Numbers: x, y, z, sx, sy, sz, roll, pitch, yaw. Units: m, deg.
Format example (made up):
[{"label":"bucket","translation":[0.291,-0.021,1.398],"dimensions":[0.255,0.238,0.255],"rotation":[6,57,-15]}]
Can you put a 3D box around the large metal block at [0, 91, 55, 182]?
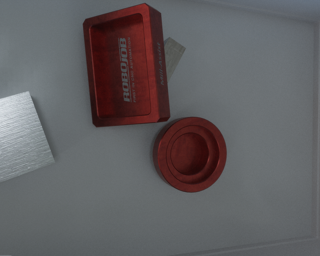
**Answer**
[{"label":"large metal block","translation":[-0.168,0.012,0.335],"dimensions":[0.081,0.050,0.080],"rotation":[-20,97,-19]}]

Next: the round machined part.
[{"label":"round machined part","translation":[0.036,0.034,0.416],"dimensions":[0.099,0.042,0.097],"rotation":[0,90,-21]}]

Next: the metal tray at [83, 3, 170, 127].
[{"label":"metal tray","translation":[-0.040,-0.068,0.364],"dimensions":[0.030,0.090,0.129],"rotation":[-10,95,-64]}]

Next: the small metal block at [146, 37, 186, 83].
[{"label":"small metal block","translation":[0.002,-0.083,0.399],"dimensions":[0.025,0.050,0.050],"rotation":[30,80,-18]}]
